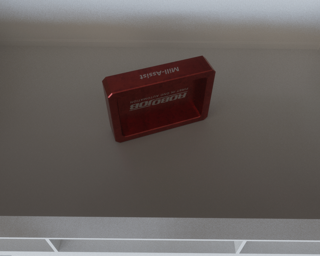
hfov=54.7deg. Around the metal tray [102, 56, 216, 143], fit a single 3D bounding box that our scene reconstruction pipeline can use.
[{"bbox_3d":[0.000,-0.035,0.392,0.131,0.089,0.030,-15,52,-13],"label":"metal tray"}]
